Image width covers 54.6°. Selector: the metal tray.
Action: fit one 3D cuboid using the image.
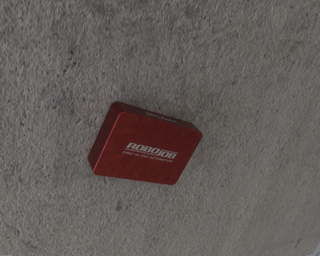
[{"bbox_3d":[-0.017,0.025,0.409,0.131,0.030,0.090,15,111,-34],"label":"metal tray"}]
